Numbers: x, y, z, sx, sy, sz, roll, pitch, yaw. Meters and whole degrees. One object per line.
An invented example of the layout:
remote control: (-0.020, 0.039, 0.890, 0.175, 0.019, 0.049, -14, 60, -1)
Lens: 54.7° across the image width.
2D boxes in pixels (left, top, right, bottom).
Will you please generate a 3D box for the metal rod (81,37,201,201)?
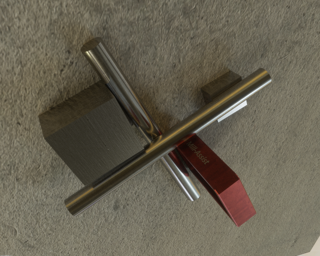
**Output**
metal rod: (-0.008, 0.011, 0.413, 0.025, 0.025, 0.299, -36, 130, -4)

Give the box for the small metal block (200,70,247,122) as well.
small metal block: (0.090, -0.044, 0.432, 0.050, 0.025, 0.050, -31, 129, -9)

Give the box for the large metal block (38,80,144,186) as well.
large metal block: (-0.076, 0.005, 0.353, 0.080, 0.050, 0.080, -32, 129, -8)

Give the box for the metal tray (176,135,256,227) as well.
metal tray: (0.066, 0.059, 0.414, 0.030, 0.130, 0.090, -36, 129, -4)

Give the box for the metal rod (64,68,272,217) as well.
metal rod: (0.015, 0.014, 0.394, 0.301, 0.025, 0.025, -34, 129, -6)
